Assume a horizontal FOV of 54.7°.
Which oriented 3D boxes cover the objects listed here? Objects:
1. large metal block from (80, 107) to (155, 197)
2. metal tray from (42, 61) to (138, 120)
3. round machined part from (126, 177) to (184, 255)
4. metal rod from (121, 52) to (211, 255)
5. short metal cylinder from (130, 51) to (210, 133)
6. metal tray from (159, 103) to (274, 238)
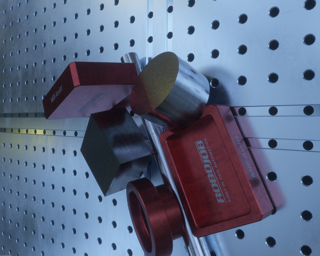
[{"bbox_3d":[-0.060,0.031,0.414,0.080,0.050,0.079,55,140,25],"label":"large metal block"},{"bbox_3d":[-0.097,-0.048,0.423,0.130,0.091,0.030,-27,75,52],"label":"metal tray"},{"bbox_3d":[-0.005,0.107,0.379,0.098,0.042,0.097,166,90,-70],"label":"round machined part"},{"bbox_3d":[0.005,0.035,0.400,0.025,0.025,0.299,-31,71,35],"label":"metal rod"},{"bbox_3d":[0.010,-0.041,0.361,0.080,0.050,0.080,-31,45,36],"label":"short metal cylinder"},{"bbox_3d":[0.058,0.049,0.353,0.090,0.030,0.130,-31,71,35],"label":"metal tray"}]
